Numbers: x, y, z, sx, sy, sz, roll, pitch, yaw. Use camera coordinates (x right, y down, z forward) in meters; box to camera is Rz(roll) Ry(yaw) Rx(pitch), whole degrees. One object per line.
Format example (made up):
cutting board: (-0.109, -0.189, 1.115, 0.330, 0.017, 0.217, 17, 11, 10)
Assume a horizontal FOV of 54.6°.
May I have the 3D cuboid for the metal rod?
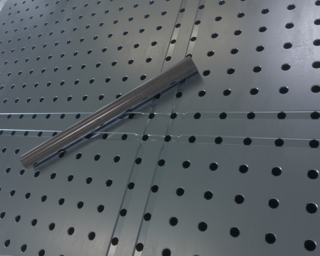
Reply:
metal rod: (-0.081, -0.019, 0.463, 0.300, 0.025, 0.025, -29, 52, 9)
